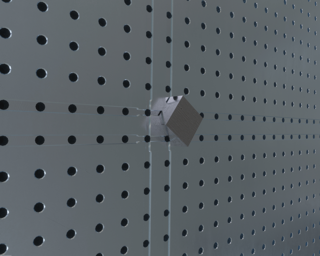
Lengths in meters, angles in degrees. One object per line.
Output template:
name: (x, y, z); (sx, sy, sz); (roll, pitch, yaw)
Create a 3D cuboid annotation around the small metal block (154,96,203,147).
small metal block: (0.027, -0.009, 0.430); (0.050, 0.025, 0.050); (44, 63, -31)
